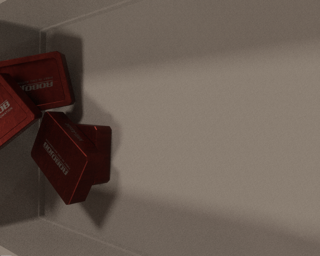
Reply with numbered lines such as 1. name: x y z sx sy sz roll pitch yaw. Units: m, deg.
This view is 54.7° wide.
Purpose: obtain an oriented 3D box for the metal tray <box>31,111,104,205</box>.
1. metal tray: -0.149 0.043 0.484 0.130 0.030 0.089 40 114 32

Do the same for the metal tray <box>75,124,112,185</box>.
1. metal tray: -0.137 0.038 0.513 0.130 0.030 0.089 4 93 39

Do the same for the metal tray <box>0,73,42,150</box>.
1. metal tray: -0.267 -0.014 0.489 0.130 0.030 0.090 -37 97 5

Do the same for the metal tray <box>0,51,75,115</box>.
1. metal tray: -0.217 -0.071 0.516 0.131 0.030 0.089 -11 98 -2
